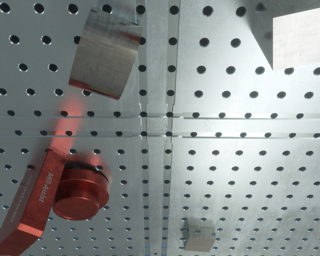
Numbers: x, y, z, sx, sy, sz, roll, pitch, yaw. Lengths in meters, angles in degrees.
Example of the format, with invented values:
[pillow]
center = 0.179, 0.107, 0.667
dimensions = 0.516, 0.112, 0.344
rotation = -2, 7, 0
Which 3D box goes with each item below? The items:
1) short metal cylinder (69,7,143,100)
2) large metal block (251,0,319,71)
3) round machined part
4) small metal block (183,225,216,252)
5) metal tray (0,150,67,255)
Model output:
[short metal cylinder]
center = -0.055, -0.073, 0.312
dimensions = 0.050, 0.080, 0.079
rotation = 17, 128, -14
[large metal block]
center = 0.136, -0.103, 0.289
dimensions = 0.080, 0.080, 0.050
rotation = -10, 129, 8
[round machined part]
center = -0.130, 0.110, 0.487
dimensions = 0.099, 0.042, 0.097
rotation = -3, 135, -3
[small metal block]
center = 0.075, 0.212, 0.593
dimensions = 0.050, 0.025, 0.050
rotation = 7, 130, -6
[metal tray]
center = -0.178, 0.103, 0.429
dimensions = 0.030, 0.130, 0.090
rotation = 33, 123, -25
